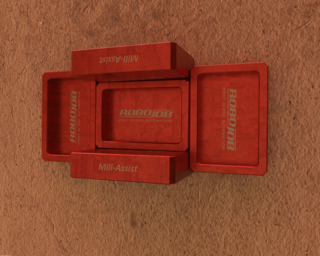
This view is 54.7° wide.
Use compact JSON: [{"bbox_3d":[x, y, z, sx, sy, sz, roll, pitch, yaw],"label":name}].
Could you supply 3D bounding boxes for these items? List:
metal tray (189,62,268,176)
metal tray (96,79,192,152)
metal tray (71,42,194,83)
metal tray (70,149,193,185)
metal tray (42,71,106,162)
[{"bbox_3d":[0.084,-0.011,0.377,0.090,0.030,0.129,1,90,19],"label":"metal tray"},{"bbox_3d":[-0.021,-0.016,0.414,0.130,0.030,0.089,1,90,19],"label":"metal tray"},{"bbox_3d":[-0.031,-0.076,0.386,0.130,0.090,0.030,0,90,19],"label":"metal tray"},{"bbox_3d":[-0.032,0.044,0.384,0.130,0.090,0.030,0,90,19],"label":"metal tray"},{"bbox_3d":[-0.125,-0.016,0.450,0.090,0.030,0.129,1,90,19],"label":"metal tray"}]
